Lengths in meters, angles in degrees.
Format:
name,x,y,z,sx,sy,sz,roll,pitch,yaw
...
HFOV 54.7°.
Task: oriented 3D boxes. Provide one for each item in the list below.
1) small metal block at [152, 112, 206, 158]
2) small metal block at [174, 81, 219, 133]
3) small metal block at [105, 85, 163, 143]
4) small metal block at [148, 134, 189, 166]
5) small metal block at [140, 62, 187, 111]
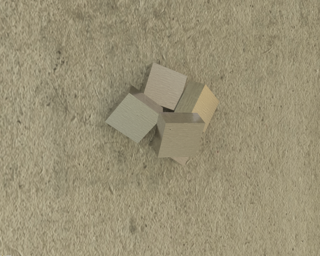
name,x,y,z,sx,sy,sz,roll,pitch,yaw
small metal block,0.022,0.009,0.381,0.050,0.025,0.050,0,123,-20
small metal block,0.050,-0.028,0.418,0.050,0.025,0.050,38,75,-51
small metal block,-0.032,-0.017,0.387,0.050,0.025,0.050,35,114,-18
small metal block,0.020,0.016,0.419,0.050,0.025,0.050,34,79,-17
small metal block,0.003,-0.053,0.413,0.050,0.025,0.050,18,84,-20
